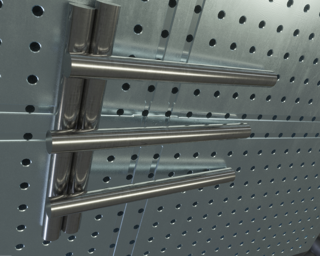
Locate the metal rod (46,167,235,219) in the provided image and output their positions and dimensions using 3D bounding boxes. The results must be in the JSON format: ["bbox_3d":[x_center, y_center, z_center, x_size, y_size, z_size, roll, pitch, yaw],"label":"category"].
[{"bbox_3d":[-0.005,0.086,0.445,0.303,0.025,0.025,-3,120,-34],"label":"metal rod"}]

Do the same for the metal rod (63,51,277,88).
[{"bbox_3d":[0.038,-0.066,0.374,0.303,0.025,0.025,-3,120,-34],"label":"metal rod"}]

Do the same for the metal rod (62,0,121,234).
[{"bbox_3d":[-0.087,0.007,0.368,0.025,0.025,0.298,1,118,-29],"label":"metal rod"}]

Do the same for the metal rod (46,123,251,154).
[{"bbox_3d":[0.010,0.009,0.404,0.303,0.025,0.025,-2,120,-35],"label":"metal rod"}]

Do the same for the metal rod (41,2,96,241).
[{"bbox_3d":[-0.111,0.013,0.359,0.025,0.025,0.298,1,118,-29],"label":"metal rod"}]
